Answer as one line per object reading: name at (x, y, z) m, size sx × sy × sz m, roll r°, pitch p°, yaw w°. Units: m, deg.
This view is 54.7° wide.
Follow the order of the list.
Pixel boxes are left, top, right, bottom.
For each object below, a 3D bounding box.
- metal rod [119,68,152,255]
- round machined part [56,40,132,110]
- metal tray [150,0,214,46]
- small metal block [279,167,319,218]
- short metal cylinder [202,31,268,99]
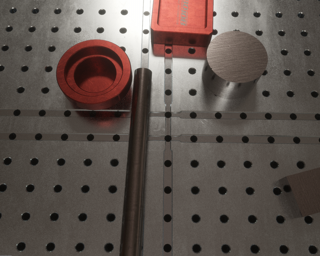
metal rod at (-0.030, 0.061, 0.388) m, size 0.025 × 0.025 × 0.299 m, roll 3°, pitch 70°, yaw 0°
round machined part at (-0.087, -0.069, 0.427) m, size 0.099 × 0.042 × 0.098 m, roll 0°, pitch 70°, yaw -1°
metal tray at (0.036, -0.192, 0.479) m, size 0.091 × 0.030 × 0.130 m, roll 4°, pitch 70°, yaw 1°
small metal block at (0.185, 0.080, 0.385) m, size 0.050 × 0.025 × 0.050 m, roll -14°, pitch 71°, yaw -6°
short metal cylinder at (0.102, -0.086, 0.431) m, size 0.081 × 0.050 × 0.080 m, roll 0°, pitch 70°, yaw 0°
